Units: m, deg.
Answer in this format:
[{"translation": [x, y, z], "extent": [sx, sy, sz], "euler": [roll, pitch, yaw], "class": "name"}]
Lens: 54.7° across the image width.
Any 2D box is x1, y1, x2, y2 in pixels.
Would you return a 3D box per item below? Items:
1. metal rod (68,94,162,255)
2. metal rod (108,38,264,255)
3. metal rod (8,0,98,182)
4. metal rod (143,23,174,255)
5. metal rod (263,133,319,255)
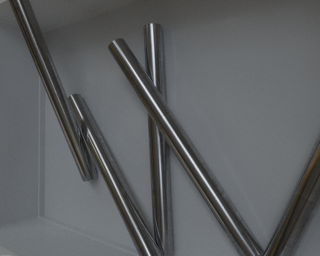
[{"translation": [-0.074, 0.059, 0.447], "extent": [0.025, 0.025, 0.299], "euler": [-51, 55, 28], "class": "metal rod"}, {"translation": [0.020, 0.013, 0.366], "extent": [0.025, 0.025, 0.299], "euler": [-42, 72, 31], "class": "metal rod"}, {"translation": [-0.153, -0.056, 0.452], "extent": [0.025, 0.025, 0.298], "euler": [-1, 114, 40], "class": "metal rod"}, {"translation": [-0.002, 0.014, 0.406], "extent": [0.025, 0.025, 0.298], "euler": [-5, 87, 39], "class": "metal rod"}, {"translation": [0.151, 0.026, 0.281], "extent": [0.025, 0.025, 0.298], "euler": [29, 108, 36], "class": "metal rod"}]
